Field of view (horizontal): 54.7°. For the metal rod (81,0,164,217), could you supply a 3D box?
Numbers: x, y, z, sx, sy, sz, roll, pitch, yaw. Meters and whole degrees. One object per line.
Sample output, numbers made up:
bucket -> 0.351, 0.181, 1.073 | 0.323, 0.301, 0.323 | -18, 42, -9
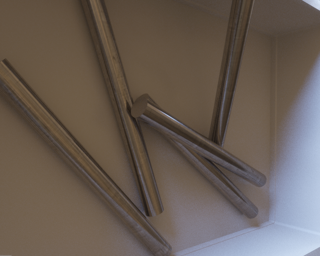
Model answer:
metal rod -> -0.045, -0.033, 0.368 | 0.025, 0.025, 0.298 | -25, 106, -37

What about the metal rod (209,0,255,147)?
metal rod -> 0.092, -0.088, 0.396 | 0.025, 0.025, 0.298 | -27, 135, -37

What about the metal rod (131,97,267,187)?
metal rod -> 0.075, 0.034, 0.438 | 0.301, 0.025, 0.025 | 30, 71, -41

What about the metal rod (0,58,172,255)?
metal rod -> -0.073, 0.054, 0.345 | 0.025, 0.025, 0.299 | -50, 120, -28

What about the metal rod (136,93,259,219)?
metal rod -> 0.068, 0.056, 0.463 | 0.300, 0.025, 0.025 | 44, 63, -31
